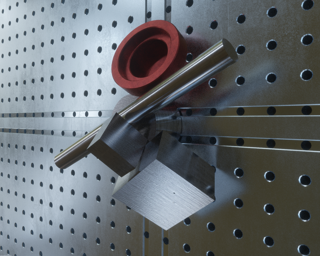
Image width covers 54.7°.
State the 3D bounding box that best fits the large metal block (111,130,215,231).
[{"bbox_3d":[0.005,0.062,0.357,0.080,0.050,0.080,37,123,-16],"label":"large metal block"}]

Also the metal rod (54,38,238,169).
[{"bbox_3d":[-0.040,-0.012,0.375,0.299,0.025,0.025,-30,72,35],"label":"metal rod"}]

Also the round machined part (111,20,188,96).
[{"bbox_3d":[-0.009,-0.082,0.389,0.098,0.042,0.098,-14,60,27],"label":"round machined part"}]

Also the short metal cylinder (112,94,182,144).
[{"bbox_3d":[-0.019,-0.003,0.406,0.080,0.050,0.079,0,90,39],"label":"short metal cylinder"}]

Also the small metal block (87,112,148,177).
[{"bbox_3d":[-0.047,0.018,0.350,0.050,0.050,0.025,42,126,-17],"label":"small metal block"}]
